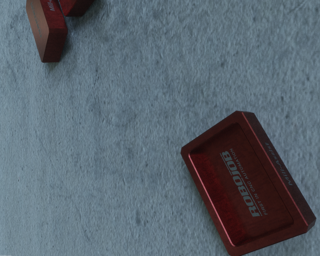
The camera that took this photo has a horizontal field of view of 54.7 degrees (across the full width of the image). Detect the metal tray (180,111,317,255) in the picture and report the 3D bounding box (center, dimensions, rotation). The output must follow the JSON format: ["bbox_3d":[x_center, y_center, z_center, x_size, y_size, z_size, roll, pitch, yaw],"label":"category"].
[{"bbox_3d":[0.087,0.058,0.328,0.090,0.030,0.130,-38,67,33],"label":"metal tray"}]

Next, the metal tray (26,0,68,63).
[{"bbox_3d":[-0.203,-0.193,0.547,0.090,0.030,0.130,-45,62,52],"label":"metal tray"}]

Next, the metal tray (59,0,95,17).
[{"bbox_3d":[-0.140,-0.255,0.486,0.090,0.030,0.129,-19,88,52],"label":"metal tray"}]
